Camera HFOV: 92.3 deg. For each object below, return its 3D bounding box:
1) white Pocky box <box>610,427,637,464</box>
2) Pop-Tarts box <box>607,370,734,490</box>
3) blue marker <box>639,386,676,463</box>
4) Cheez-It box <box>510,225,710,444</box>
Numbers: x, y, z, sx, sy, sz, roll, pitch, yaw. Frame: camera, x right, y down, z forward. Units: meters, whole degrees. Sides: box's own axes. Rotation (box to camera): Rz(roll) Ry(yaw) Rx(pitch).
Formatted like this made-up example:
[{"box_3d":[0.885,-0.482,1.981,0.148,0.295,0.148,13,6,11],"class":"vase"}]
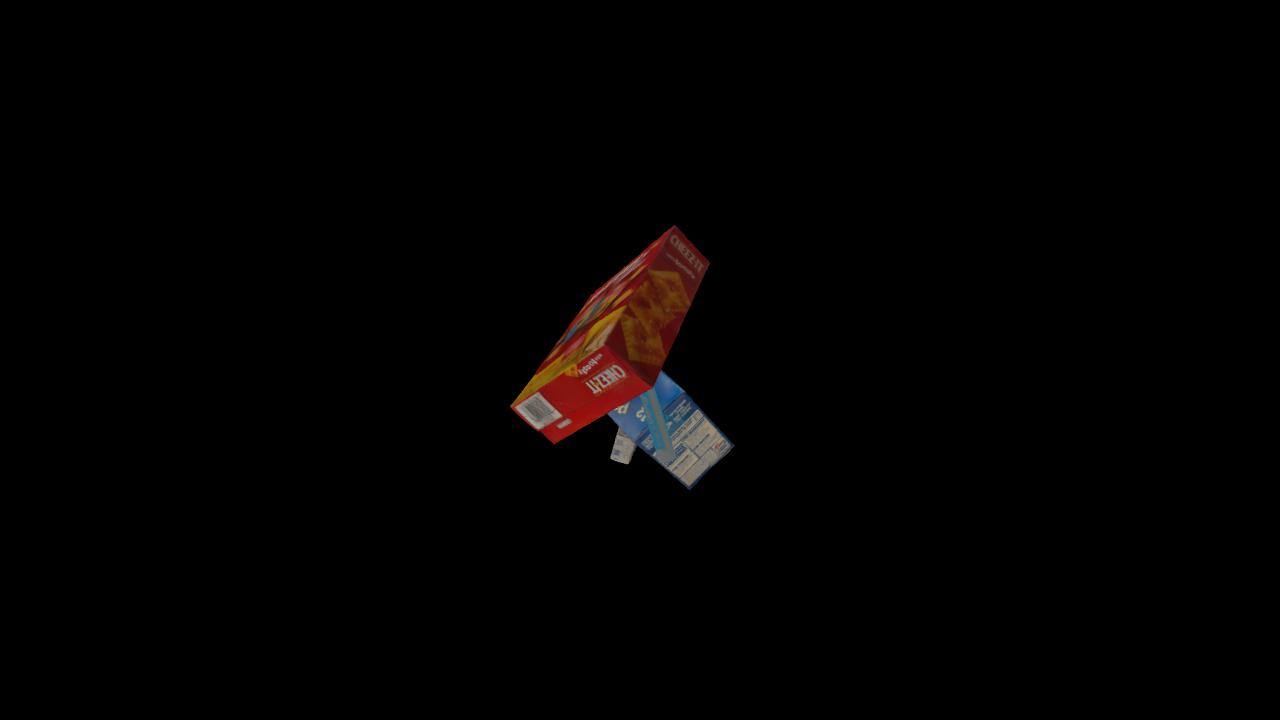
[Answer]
[{"box_3d":[0.001,0.044,0.757,0.028,0.154,0.084,17,-31,2],"class":"white Pocky box"},{"box_3d":[0.013,0.058,0.765,0.167,0.083,0.141,41,-3,47],"class":"Pop-Tarts box"},{"box_3d":[0.012,0.046,0.632,0.020,0.121,0.020,-16,7,2],"class":"blue marker"},{"box_3d":[-0.026,-0.030,0.670,0.166,0.071,0.223,-32,21,40],"class":"Cheez-It box"}]
